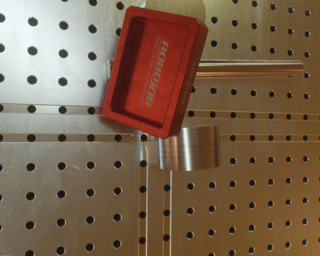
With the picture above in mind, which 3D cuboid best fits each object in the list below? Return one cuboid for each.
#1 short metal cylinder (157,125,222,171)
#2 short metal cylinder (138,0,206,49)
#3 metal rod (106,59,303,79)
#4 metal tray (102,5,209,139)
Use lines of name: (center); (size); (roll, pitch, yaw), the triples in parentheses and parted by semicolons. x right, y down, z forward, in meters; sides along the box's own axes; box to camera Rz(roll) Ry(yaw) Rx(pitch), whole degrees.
short metal cylinder: (0.037, 0.023, 0.397); (0.081, 0.080, 0.050); (-4, 92, -20)
short metal cylinder: (0.012, -0.144, 0.403); (0.081, 0.050, 0.079); (0, 90, -20)
metal rod: (0.077, -0.085, 0.440); (0.303, 0.025, 0.025); (-4, 92, -20)
metal tray: (-0.008, -0.062, 0.350); (0.090, 0.030, 0.129); (20, 102, 23)
